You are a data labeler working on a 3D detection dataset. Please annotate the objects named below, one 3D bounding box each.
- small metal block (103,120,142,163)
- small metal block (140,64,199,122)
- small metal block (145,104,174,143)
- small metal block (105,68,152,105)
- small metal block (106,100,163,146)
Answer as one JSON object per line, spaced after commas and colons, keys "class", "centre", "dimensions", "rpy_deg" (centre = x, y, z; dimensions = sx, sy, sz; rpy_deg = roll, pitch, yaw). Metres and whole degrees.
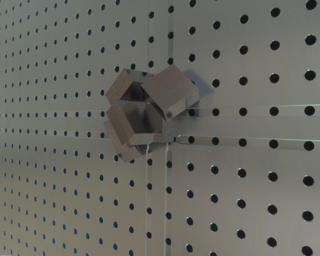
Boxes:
{"class": "small metal block", "centre": [-0.052, 0.016, 0.433], "dimensions": [0.025, 0.050, 0.050], "rpy_deg": [-26, 69, -2]}
{"class": "small metal block", "centre": [0.013, -0.044, 0.382], "dimensions": [0.050, 0.025, 0.050], "rpy_deg": [-35, 61, -9]}
{"class": "small metal block", "centre": [-0.009, -0.007, 0.417], "dimensions": [0.050, 0.025, 0.050], "rpy_deg": [1, 90, 39]}
{"class": "small metal block", "centre": [-0.038, -0.052, 0.426], "dimensions": [0.050, 0.050, 0.025], "rpy_deg": [-48, 61, 29]}
{"class": "small metal block", "centre": [-0.032, -0.006, 0.388], "dimensions": [0.025, 0.050, 0.050], "rpy_deg": [-43, 65, 31]}
